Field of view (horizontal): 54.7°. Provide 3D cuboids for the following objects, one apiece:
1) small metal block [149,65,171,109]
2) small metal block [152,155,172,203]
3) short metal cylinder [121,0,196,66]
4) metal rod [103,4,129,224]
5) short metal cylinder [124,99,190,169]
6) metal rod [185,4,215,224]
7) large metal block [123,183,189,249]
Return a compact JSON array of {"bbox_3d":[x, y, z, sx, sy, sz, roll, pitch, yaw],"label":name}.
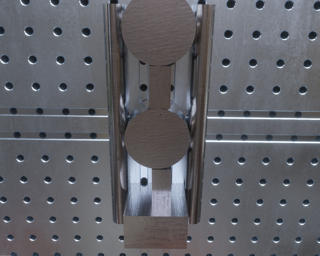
[{"bbox_3d":[0.000,-0.055,0.378,0.025,0.050,0.050,1,110,0],"label":"small metal block"},{"bbox_3d":[0.002,0.067,0.424,0.025,0.050,0.050,0,110,0],"label":"small metal block"},{"bbox_3d":[-0.001,-0.116,0.357,0.081,0.050,0.079,0,110,0],"label":"short metal cylinder"},{"bbox_3d":[-0.056,-0.004,0.410,0.025,0.025,0.298,1,110,0],"label":"metal rod"},{"bbox_3d":[-0.003,0.006,0.402,0.081,0.050,0.079,0,110,0],"label":"short metal cylinder"},{"bbox_3d":[0.050,-0.004,0.411,0.025,0.025,0.298,1,110,0],"label":"metal rod"},{"bbox_3d":[-0.005,0.118,0.427,0.081,0.080,0.050,1,110,-1],"label":"large metal block"}]
